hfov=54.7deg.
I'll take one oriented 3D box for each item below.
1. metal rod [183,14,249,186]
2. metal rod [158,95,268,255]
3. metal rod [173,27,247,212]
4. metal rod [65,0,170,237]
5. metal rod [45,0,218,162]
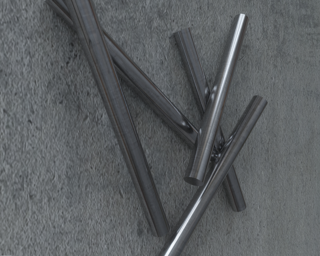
[{"bbox_3d":[0.088,-0.058,0.447,0.025,0.025,0.300,41,56,-32],"label":"metal rod"},{"bbox_3d":[0.076,0.076,0.444,0.025,0.025,0.300,45,71,-31],"label":"metal rod"},{"bbox_3d":[0.081,-0.002,0.471,0.025,0.025,0.299,-33,111,-35],"label":"metal rod"},{"bbox_3d":[-0.040,0.001,0.353,0.025,0.025,0.298,-33,116,-35],"label":"metal rod"},{"bbox_3d":[-0.016,-0.047,0.391,0.300,0.025,0.025,44,64,-31],"label":"metal rod"}]
